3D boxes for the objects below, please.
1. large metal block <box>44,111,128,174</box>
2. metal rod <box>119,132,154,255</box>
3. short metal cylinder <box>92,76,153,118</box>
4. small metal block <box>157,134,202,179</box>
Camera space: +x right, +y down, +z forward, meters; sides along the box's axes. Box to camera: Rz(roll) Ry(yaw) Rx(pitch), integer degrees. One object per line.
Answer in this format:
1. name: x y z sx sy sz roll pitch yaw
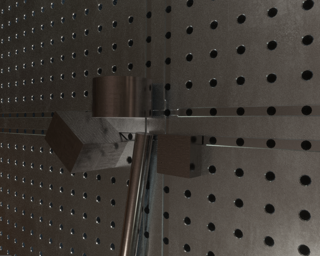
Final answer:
1. large metal block: -0.110 0.018 0.462 0.080 0.081 0.050 42 115 31
2. metal rod: -0.042 0.154 0.441 0.025 0.025 0.298 14 99 39
3. short metal cylinder: -0.050 -0.038 0.412 0.080 0.081 0.050 1 91 39
4. small metal block: 0.024 0.033 0.388 0.050 0.025 0.050 3 92 39
